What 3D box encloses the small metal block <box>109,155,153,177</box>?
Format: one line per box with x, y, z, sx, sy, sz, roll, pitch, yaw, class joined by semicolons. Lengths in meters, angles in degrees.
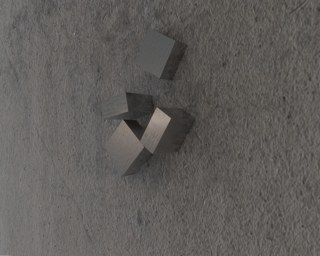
-0.044;0.034;0.442;0.050;0.025;0.050;-45;63;30;small metal block

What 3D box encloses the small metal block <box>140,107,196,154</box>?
0.010;0.003;0.380;0.025;0.050;0.050;41;115;32;small metal block

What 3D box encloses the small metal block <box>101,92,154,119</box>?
-0.044;-0.029;0.425;0.050;0.050;0.025;-13;82;39;small metal block

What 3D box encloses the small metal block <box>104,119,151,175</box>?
-0.039;0.024;0.405;0.050;0.025;0.050;50;117;27;small metal block

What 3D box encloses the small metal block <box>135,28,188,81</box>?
0.001;-0.096;0.405;0.050;0.025;0.050;37;113;34;small metal block
